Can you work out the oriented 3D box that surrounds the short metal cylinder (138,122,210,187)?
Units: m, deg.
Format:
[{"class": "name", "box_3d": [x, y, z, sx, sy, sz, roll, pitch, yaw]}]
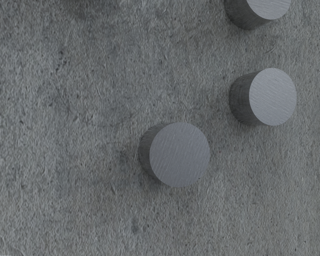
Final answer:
[{"class": "short metal cylinder", "box_3d": [0.017, 0.032, 0.402, 0.081, 0.050, 0.080, 0, 90, -20]}]

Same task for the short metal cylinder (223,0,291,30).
[{"class": "short metal cylinder", "box_3d": [0.140, -0.188, 0.447, 0.081, 0.050, 0.080, 0, 90, -20]}]

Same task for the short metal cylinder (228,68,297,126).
[{"class": "short metal cylinder", "box_3d": [0.148, -0.043, 0.450, 0.081, 0.050, 0.080, 0, 90, -20]}]
